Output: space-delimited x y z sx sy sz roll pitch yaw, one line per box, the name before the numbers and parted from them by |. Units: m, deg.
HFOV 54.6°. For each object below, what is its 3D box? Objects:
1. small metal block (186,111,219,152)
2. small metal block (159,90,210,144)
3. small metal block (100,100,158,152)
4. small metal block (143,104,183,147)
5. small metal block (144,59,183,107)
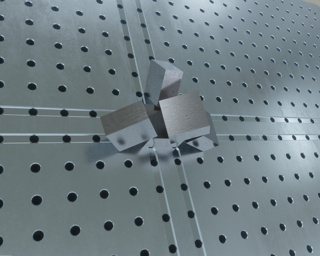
small metal block | 0.053 0.000 0.422 0.050 0.025 0.050 27 45 -52
small metal block | 0.030 -0.013 0.385 0.050 0.025 0.050 -15 65 1
small metal block | -0.035 -0.001 0.361 0.050 0.050 0.025 -22 64 0
small metal block | 0.001 -0.003 0.410 0.050 0.025 0.050 2 61 -27
small metal block | 0.003 -0.060 0.417 0.025 0.050 0.050 3 25 -26
